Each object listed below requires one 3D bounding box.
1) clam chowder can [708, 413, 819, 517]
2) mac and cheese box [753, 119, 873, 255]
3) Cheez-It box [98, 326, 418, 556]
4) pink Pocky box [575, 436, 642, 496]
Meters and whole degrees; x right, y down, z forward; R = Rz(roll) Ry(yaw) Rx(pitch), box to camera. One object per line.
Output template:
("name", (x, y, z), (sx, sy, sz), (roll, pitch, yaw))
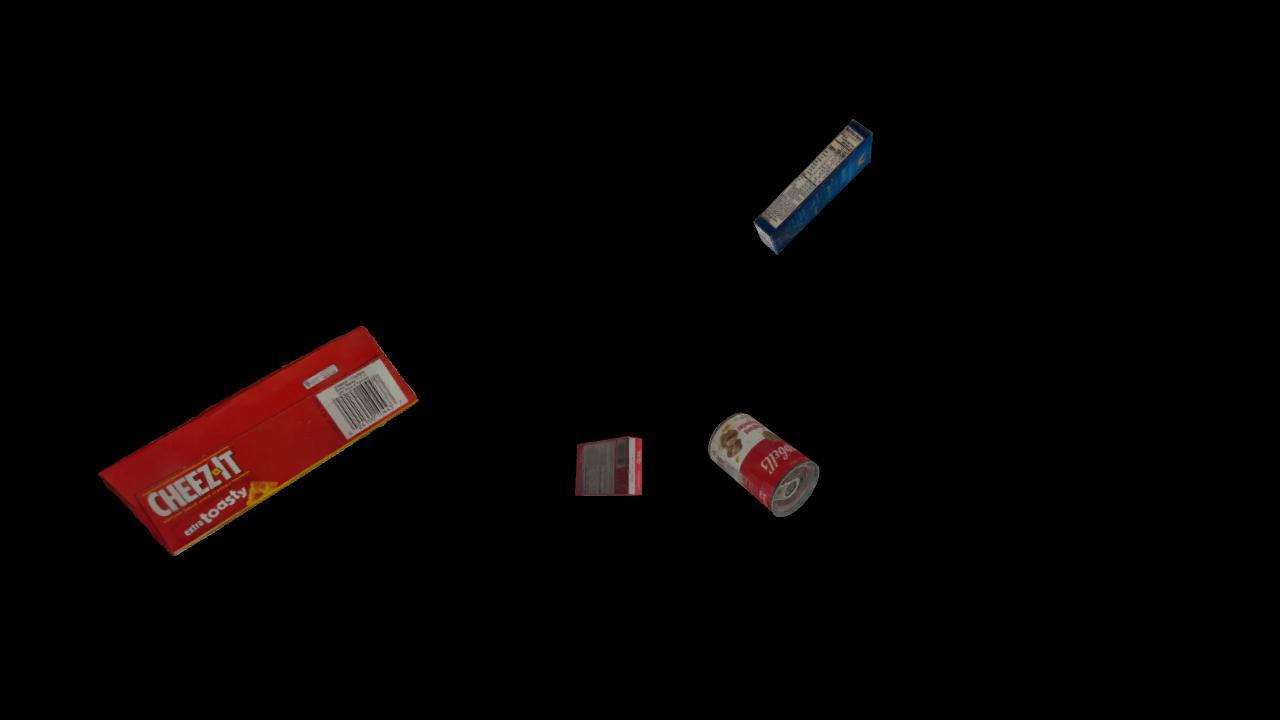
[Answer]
("clam chowder can", (0.129, 0.109, 0.656), (0.068, 0.068, 0.102), (0, 26, -39))
("mac and cheese box", (0.241, -0.235, 0.856), (0.041, 0.184, 0.093), (47, 9, 18))
("Cheez-It box", (-0.278, 0.052, 0.475), (0.166, 0.071, 0.223), (-37, 14, -26))
("pink Pocky box", (-0.050, 0.166, 0.943), (0.029, 0.084, 0.155), (11, -17, -34))
